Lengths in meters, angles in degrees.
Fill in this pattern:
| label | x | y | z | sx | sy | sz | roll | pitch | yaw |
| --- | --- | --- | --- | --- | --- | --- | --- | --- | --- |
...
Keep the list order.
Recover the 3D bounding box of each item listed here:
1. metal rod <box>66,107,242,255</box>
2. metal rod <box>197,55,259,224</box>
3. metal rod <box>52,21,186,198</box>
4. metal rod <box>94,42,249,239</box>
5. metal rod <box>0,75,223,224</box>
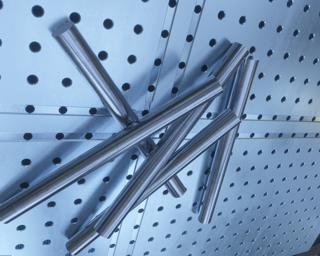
| label | x | y | z | sx | sy | sz | roll | pitch | yaw |
| --- | --- | --- | --- | --- | --- | --- | --- | --- | --- |
| metal rod | -0.016 | 0.078 | 0.424 | 0.300 | 0.025 | 0.025 | -40 | 130 | 10 |
| metal rod | 0.101 | 0.034 | 0.489 | 0.025 | 0.025 | 0.298 | -6 | 121 | -26 |
| metal rod | -0.033 | 0.002 | 0.395 | 0.025 | 0.025 | 0.299 | -36 | 130 | -5 |
| metal rod | 0.016 | 0.015 | 0.402 | 0.025 | 0.025 | 0.300 | 39 | 88 | -39 |
| metal rod | -0.061 | 0.026 | 0.368 | 0.301 | 0.025 | 0.025 | -31 | 130 | 2 |
